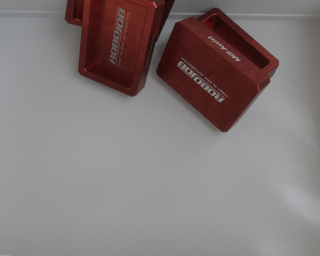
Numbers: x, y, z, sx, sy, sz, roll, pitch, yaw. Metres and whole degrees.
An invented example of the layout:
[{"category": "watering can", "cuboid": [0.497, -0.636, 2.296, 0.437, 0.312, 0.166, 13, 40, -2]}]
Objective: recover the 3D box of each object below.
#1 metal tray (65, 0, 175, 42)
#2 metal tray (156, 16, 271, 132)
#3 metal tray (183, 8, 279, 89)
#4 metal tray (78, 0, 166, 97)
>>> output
[{"category": "metal tray", "cuboid": [-0.053, -0.170, 0.412, 0.131, 0.089, 0.030, 8, 52, -20]}, {"category": "metal tray", "cuboid": [0.062, -0.067, 0.397, 0.130, 0.089, 0.030, 43, 51, 14]}, {"category": "metal tray", "cuboid": [0.088, -0.103, 0.439, 0.090, 0.030, 0.130, -36, 70, -13]}, {"category": "metal tray", "cuboid": [-0.054, -0.114, 0.398, 0.090, 0.129, 0.030, 24, 38, 8]}]
